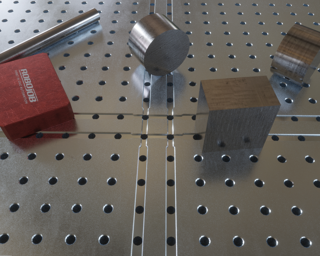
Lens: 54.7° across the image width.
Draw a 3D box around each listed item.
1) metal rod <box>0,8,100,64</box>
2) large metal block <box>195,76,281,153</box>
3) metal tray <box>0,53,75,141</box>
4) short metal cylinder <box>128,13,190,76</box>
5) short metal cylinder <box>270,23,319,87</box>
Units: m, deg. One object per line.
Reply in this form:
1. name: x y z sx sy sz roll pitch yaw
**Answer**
1. metal rod: -0.224 -0.131 0.516 0.025 0.025 0.302 35 58 26
2. large metal block: 0.091 -0.016 0.386 0.081 0.080 0.050 -5 50 -4
3. metal tray: -0.188 -0.051 0.445 0.091 0.030 0.130 -22 53 -17
4. short metal cylinder: -0.001 -0.128 0.479 0.081 0.080 0.050 -24 54 -19
5. short metal cylinder: 0.210 -0.109 0.465 0.050 0.080 0.080 33 58 25
